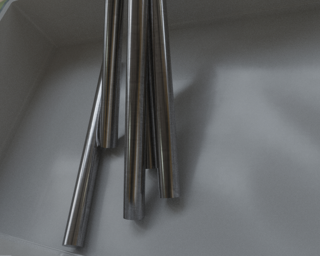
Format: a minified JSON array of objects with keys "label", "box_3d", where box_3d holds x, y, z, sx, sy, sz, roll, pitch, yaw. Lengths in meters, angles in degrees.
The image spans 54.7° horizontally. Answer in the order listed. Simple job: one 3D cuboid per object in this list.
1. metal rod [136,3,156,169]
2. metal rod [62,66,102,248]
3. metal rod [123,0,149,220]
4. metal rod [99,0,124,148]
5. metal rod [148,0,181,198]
[{"label":"metal rod","box_3d":[-0.024,-0.098,0.397,0.025,0.025,0.298,-6,85,25]},{"label":"metal rod","box_3d":[-0.094,0.013,0.447,0.025,0.025,0.299,-9,58,23]},{"label":"metal rod","box_3d":[-0.028,-0.045,0.367,0.025,0.025,0.298,-1,87,28]},{"label":"metal rod","box_3d":[-0.062,-0.122,0.408,0.025,0.025,0.298,10,101,32]},{"label":"metal rod","box_3d":[0.002,-0.069,0.375,0.025,0.025,0.298,-8,81,24]}]
